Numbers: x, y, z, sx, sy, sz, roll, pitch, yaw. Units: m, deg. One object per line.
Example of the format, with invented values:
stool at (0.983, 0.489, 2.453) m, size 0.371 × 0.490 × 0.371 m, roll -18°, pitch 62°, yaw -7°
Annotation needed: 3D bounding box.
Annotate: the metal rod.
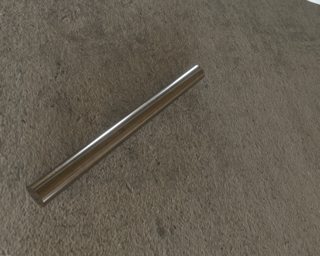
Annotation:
metal rod at (-0.030, -0.010, 0.392) m, size 0.025 × 0.025 × 0.302 m, roll 46°, pitch 51°, yaw 4°
